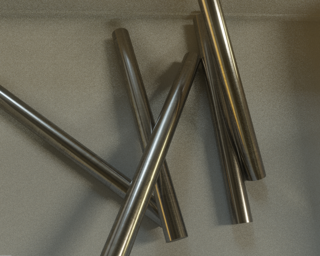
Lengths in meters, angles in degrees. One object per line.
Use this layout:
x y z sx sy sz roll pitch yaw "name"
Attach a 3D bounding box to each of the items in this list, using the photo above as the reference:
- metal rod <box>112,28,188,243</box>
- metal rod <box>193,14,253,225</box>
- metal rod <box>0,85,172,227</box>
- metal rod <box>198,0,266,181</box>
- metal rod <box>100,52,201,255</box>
-0.020 -0.009 0.398 0.025 0.025 0.299 -14 65 -5 "metal rod"
0.080 -0.026 0.419 0.025 0.025 0.299 -6 70 -2 "metal rod"
-0.113 0.027 0.398 0.300 0.025 0.025 34 74 11 "metal rod"
0.079 -0.081 0.375 0.025 0.025 0.298 -17 96 -6 "metal rod"
0.001 0.014 0.361 0.025 0.025 0.300 18 54 6 "metal rod"
